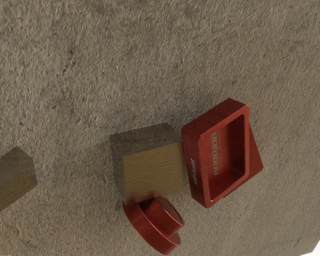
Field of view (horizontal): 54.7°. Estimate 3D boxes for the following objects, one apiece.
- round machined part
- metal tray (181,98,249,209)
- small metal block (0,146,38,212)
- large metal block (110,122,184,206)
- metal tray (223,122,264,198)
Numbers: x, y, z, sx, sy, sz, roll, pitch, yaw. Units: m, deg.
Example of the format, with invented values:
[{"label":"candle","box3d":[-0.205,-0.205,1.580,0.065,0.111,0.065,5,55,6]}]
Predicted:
[{"label":"round machined part","box3d":[-0.004,0.124,0.434,0.042,0.098,0.098,-44,129,2]},{"label":"metal tray","box3d":[0.079,0.036,0.416,0.091,0.030,0.129,-32,130,-25]},{"label":"small metal block","box3d":[-0.165,0.055,0.335,0.050,0.050,0.025,-36,129,-4]},{"label":"large metal block","box3d":[-0.017,0.046,0.410,0.081,0.050,0.079,-13,124,-21]},{"label":"metal tray","box3d":[0.108,0.044,0.490,0.090,0.030,0.130,-35,129,-5]}]
